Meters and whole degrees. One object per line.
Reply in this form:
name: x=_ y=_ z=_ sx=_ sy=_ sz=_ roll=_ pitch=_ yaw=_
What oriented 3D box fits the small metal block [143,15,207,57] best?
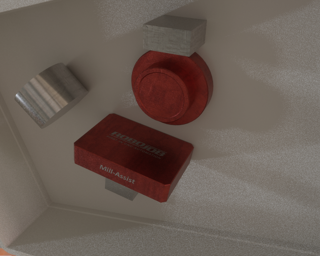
small metal block: x=0.016 y=-0.098 z=0.323 sx=0.050 sy=0.050 sz=0.025 roll=15 pitch=124 yaw=20

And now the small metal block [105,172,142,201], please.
small metal block: x=-0.057 y=0.080 z=0.487 sx=0.050 sy=0.025 sz=0.050 roll=21 pitch=126 yaw=15

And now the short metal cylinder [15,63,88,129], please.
short metal cylinder: x=-0.146 y=-0.043 z=0.421 sx=0.080 sy=0.080 sz=0.050 roll=-34 pitch=100 yaw=38

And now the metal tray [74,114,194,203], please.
metal tray: x=-0.032 y=0.033 z=0.402 sx=0.130 sy=0.090 sz=0.030 roll=21 pitch=126 yaw=15

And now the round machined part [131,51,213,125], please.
round machined part: x=0.009 y=-0.046 z=0.364 sx=0.098 sy=0.042 sz=0.097 roll=13 pitch=124 yaw=20
